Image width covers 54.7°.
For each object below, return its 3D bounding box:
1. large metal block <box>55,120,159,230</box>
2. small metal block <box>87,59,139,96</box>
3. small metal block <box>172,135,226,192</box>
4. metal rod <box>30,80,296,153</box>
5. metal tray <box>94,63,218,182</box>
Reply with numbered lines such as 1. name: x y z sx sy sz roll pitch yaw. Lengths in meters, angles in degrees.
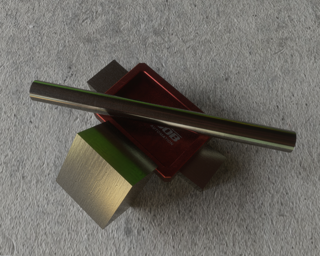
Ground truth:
1. large metal block: -0.062 0.052 0.351 0.080 0.079 0.050 41 33 13
2. small metal block: -0.063 -0.058 0.429 0.050 0.025 0.050 43 75 13
3. small metal block: 0.047 0.045 0.393 0.050 0.025 0.050 37 74 12
4. metal rod: 0.000 -0.014 0.356 0.302 0.025 0.025 12 71 3
5. metal tray: -0.007 -0.009 0.382 0.130 0.030 0.090 42 75 13
